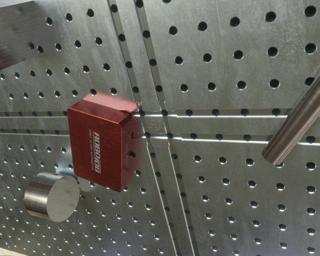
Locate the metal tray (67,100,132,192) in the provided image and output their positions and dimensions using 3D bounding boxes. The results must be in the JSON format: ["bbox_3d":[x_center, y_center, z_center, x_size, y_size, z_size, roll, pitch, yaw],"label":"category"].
[{"bbox_3d":[-0.090,0.029,0.472,0.090,0.030,0.129,17,125,18],"label":"metal tray"}]

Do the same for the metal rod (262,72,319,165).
[{"bbox_3d":[0.176,-0.075,0.271,0.025,0.025,0.298,29,128,9],"label":"metal rod"}]

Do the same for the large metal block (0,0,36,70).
[{"bbox_3d":[-0.214,-0.128,0.407,0.050,0.080,0.079,24,127,13],"label":"large metal block"}]

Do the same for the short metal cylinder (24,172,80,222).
[{"bbox_3d":[-0.189,0.120,0.547,0.050,0.080,0.079,5,121,25],"label":"short metal cylinder"}]
